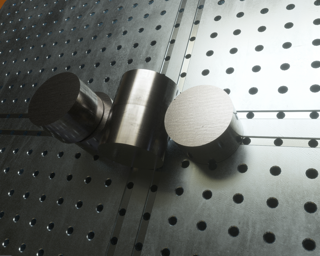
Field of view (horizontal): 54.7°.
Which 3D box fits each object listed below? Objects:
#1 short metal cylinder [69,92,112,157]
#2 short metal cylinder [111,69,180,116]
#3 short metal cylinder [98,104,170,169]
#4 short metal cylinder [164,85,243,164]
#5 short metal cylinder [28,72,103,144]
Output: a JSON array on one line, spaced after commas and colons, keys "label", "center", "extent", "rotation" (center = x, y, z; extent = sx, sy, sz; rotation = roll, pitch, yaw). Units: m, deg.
[{"label": "short metal cylinder", "center": [-0.089, -0.005, 0.442], "extent": [0.080, 0.050, 0.080], "rotation": [-13, 56, 21]}, {"label": "short metal cylinder", "center": [-0.019, -0.032, 0.403], "extent": [0.080, 0.080, 0.050], "rotation": [1, 63, 29]}, {"label": "short metal cylinder", "center": [-0.030, 0.013, 0.381], "extent": [0.080, 0.080, 0.050], "rotation": [-1, 62, 28]}, {"label": "short metal cylinder", "center": [0.052, -0.004, 0.366], "extent": [0.080, 0.050, 0.080], "rotation": [-13, 56, 21]}, {"label": "short metal cylinder", "center": [-0.123, -0.026, 0.406], "extent": [0.080, 0.050, 0.080], "rotation": [-13, 56, 21]}]
